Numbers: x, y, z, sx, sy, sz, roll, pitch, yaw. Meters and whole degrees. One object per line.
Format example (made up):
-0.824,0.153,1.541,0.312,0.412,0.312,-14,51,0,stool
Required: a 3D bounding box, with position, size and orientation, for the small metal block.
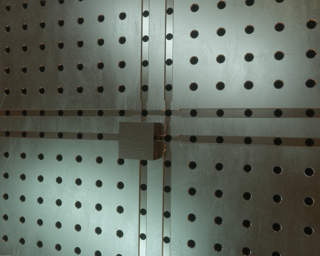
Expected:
-0.028,0.017,0.421,0.050,0.025,0.050,1,91,19,small metal block
